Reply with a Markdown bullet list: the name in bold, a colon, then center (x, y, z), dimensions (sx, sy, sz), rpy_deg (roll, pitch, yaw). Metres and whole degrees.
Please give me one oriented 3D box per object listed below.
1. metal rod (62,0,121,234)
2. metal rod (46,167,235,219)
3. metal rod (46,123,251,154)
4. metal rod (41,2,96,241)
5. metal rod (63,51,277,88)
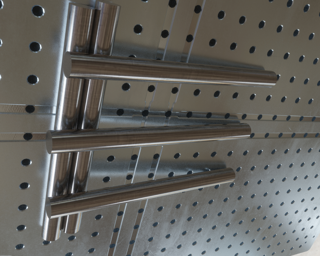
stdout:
- **metal rod**: center (-0.087, 0.007, 0.368), dimensions (0.025, 0.025, 0.298), rpy_deg (1, 118, -29)
- **metal rod**: center (-0.005, 0.086, 0.445), dimensions (0.303, 0.025, 0.025), rpy_deg (-3, 120, -34)
- **metal rod**: center (0.010, 0.009, 0.404), dimensions (0.303, 0.025, 0.025), rpy_deg (-2, 120, -35)
- **metal rod**: center (-0.111, 0.013, 0.359), dimensions (0.025, 0.025, 0.298), rpy_deg (1, 118, -29)
- **metal rod**: center (0.038, -0.066, 0.374), dimensions (0.303, 0.025, 0.025), rpy_deg (-3, 120, -34)
